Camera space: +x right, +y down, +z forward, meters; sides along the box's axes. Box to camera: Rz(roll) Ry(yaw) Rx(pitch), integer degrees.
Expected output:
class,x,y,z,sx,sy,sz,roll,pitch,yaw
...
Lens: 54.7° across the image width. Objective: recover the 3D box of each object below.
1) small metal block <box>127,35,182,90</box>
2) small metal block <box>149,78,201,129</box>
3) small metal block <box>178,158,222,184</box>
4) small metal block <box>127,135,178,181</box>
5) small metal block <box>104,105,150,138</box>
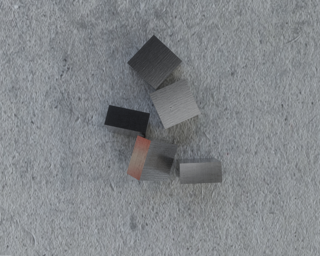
class,x,y,z,sx,sy,sz,roll,pitch,yaw
small metal block,-0.007,-0.085,0.410,0.050,0.025,0.050,43,90,0
small metal block,0.019,-0.031,0.410,0.050,0.025,0.050,-24,90,0
small metal block,0.049,0.054,0.398,0.050,0.050,0.025,-2,90,0
small metal block,-0.009,0.039,0.394,0.025,0.050,0.050,20,96,43
small metal block,-0.040,-0.006,0.395,0.050,0.050,0.025,12,78,0
